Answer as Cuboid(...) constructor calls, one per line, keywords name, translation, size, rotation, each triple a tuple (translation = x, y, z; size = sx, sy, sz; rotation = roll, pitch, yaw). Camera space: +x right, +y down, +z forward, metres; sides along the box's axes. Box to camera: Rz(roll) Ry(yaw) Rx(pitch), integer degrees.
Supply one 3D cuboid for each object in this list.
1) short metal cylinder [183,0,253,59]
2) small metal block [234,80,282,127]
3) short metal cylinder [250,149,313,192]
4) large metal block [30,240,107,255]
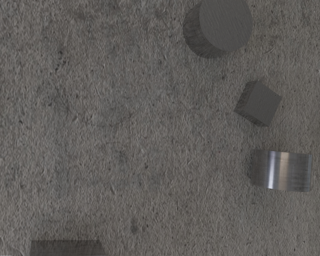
Cuboid(name="short metal cylinder", translation=(0.078, -0.140, 0.425), size=(0.081, 0.050, 0.080), rotation=(0, 90, -20))
Cuboid(name="small metal block", translation=(0.147, -0.036, 0.463), size=(0.050, 0.025, 0.050), rotation=(29, 80, -18))
Cuboid(name="short metal cylinder", translation=(0.174, 0.059, 0.444), size=(0.081, 0.080, 0.050), rotation=(6, 88, -20))
Cuboid(name="large metal block", translation=(-0.111, 0.178, 0.355), size=(0.081, 0.050, 0.080), rotation=(7, 88, -20))
